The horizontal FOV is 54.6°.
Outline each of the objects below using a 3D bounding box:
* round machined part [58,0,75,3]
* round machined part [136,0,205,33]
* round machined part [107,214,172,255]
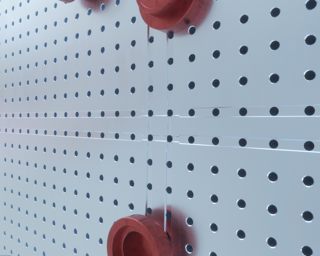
[{"bbox_3d":[-0.147,-0.260,0.522,0.098,0.042,0.097,0,90,40],"label":"round machined part"},{"bbox_3d":[0.007,-0.175,0.394,0.098,0.042,0.097,0,90,40],"label":"round machined part"},{"bbox_3d":[-0.024,0.166,0.419,0.098,0.042,0.097,0,90,40],"label":"round machined part"}]
